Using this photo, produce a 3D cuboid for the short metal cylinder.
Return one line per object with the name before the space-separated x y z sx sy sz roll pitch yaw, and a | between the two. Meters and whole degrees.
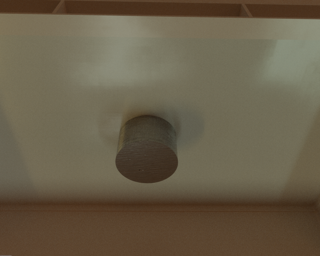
short metal cylinder | -0.017 0.029 0.418 0.081 0.050 0.079 0 130 0
